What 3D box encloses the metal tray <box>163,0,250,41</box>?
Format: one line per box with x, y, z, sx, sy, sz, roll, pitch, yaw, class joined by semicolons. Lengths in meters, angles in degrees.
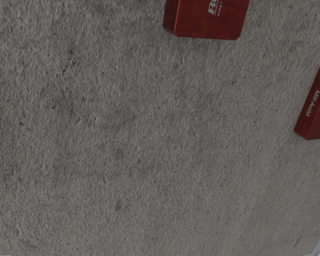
0.058;-0.165;0.333;0.091;0.030;0.129;-5;121;-26;metal tray

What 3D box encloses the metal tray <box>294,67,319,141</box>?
0.296;-0.044;0.538;0.091;0.030;0.129;-4;120;-27;metal tray
